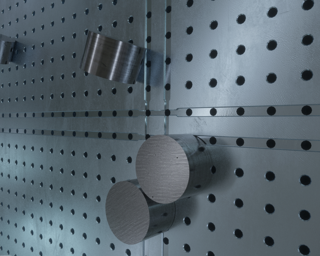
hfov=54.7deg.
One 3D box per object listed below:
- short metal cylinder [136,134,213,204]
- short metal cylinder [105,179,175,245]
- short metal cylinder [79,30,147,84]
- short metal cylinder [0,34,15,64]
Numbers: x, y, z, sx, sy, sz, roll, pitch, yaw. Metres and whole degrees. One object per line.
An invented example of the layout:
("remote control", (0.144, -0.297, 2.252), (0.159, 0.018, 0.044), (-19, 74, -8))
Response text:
("short metal cylinder", (0.017, 0.047, 0.378), (0.080, 0.050, 0.079), (0, 90, 39))
("short metal cylinder", (-0.027, 0.108, 0.413), (0.080, 0.050, 0.079), (0, 89, 40))
("short metal cylinder", (-0.064, -0.097, 0.424), (0.080, 0.081, 0.050), (28, 108, 36))
("short metal cylinder", (-0.360, -0.175, 0.666), (0.080, 0.081, 0.050), (33, 110, 35))
